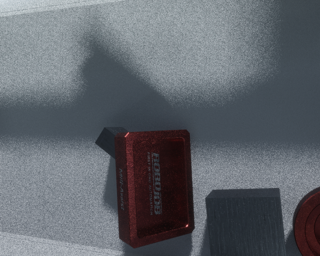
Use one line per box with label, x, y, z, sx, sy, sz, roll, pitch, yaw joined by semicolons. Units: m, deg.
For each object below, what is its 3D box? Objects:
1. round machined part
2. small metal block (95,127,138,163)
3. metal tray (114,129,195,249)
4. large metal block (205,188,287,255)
round machined part;0.196;0.108;0.333;0.098;0.042;0.097;0;90;19
small metal block;-0.049;0.023;0.414;0.050;0.050;0.025;36;102;16
metal tray;-0.005;0.068;0.377;0.030;0.091;0.129;-5;88;58
large metal block;0.101;0.116;0.361;0.080;0.050;0.080;-6;88;19
